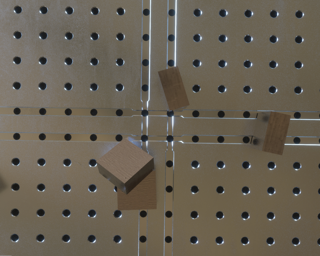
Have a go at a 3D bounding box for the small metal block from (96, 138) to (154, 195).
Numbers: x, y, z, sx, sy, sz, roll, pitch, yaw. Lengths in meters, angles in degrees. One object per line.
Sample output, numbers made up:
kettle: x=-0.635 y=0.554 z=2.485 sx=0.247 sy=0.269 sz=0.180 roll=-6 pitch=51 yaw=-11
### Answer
small metal block: x=-0.043 y=0.047 z=0.392 sx=0.050 sy=0.025 sz=0.050 roll=32 pitch=55 yaw=28

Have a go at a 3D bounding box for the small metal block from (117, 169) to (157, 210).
small metal block: x=-0.030 y=0.081 z=0.413 sx=0.050 sy=0.025 sz=0.050 roll=-2 pitch=90 yaw=0

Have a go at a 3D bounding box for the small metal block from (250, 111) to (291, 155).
small metal block: x=0.142 y=0.006 z=0.402 sx=0.025 sy=0.050 sz=0.050 roll=13 pitch=90 yaw=0

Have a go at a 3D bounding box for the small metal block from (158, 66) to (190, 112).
small metal block: x=0.017 y=-0.048 z=0.401 sx=0.025 sy=0.050 sz=0.050 roll=-17 pitch=90 yaw=0
